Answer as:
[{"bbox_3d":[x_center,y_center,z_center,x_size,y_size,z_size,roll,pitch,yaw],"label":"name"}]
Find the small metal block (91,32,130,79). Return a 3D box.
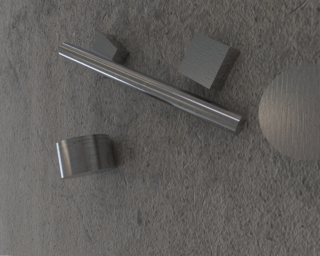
[{"bbox_3d":[-0.079,-0.109,0.470,0.050,0.025,0.050,48,118,29],"label":"small metal block"}]

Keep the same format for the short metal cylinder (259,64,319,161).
[{"bbox_3d":[0.137,-0.013,0.276,0.080,0.050,0.080,0,90,40],"label":"short metal cylinder"}]

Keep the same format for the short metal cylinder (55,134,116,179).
[{"bbox_3d":[-0.110,0.043,0.460,0.080,0.081,0.050,-20,78,38],"label":"short metal cylinder"}]

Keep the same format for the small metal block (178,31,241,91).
[{"bbox_3d":[0.056,-0.077,0.359,0.050,0.025,0.050,37,113,33],"label":"small metal block"}]

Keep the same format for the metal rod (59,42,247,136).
[{"bbox_3d":[-0.030,-0.062,0.407,0.300,0.025,0.025,27,107,29],"label":"metal rod"}]
